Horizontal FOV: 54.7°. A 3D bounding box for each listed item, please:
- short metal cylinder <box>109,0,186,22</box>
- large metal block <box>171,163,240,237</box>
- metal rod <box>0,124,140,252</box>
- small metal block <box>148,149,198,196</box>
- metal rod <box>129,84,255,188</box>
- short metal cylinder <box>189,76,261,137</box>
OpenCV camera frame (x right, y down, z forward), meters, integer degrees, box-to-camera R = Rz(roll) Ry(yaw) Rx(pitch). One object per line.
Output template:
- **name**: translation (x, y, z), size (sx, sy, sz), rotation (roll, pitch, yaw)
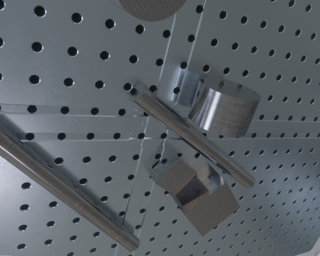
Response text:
- **short metal cylinder**: translation (-0.015, -0.148, 0.295), size (0.081, 0.050, 0.079), rotation (-14, 124, -21)
- **large metal block**: translation (0.075, 0.119, 0.510), size (0.080, 0.050, 0.080), rotation (-37, 129, -4)
- **metal rod**: translation (-0.111, 0.095, 0.409), size (0.025, 0.025, 0.300), rotation (-38, 129, -3)
- **small metal block**: translation (0.020, 0.068, 0.465), size (0.050, 0.025, 0.050), rotation (-46, 129, 3)
- **metal rod**: translation (0.066, 0.027, 0.464), size (0.025, 0.025, 0.301), rotation (-49, 129, 6)
- **short metal cylinder**: translation (0.083, -0.029, 0.403), size (0.081, 0.080, 0.050), rotation (1, 118, -29)
